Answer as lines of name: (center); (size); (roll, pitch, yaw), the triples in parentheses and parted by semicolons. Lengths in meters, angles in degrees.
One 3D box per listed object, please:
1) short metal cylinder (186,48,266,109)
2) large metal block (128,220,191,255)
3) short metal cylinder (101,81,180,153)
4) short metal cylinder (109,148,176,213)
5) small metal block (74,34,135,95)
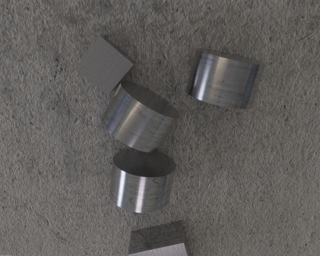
short metal cylinder: (0.075, -0.059, 0.359); (0.081, 0.080, 0.050); (10, 110, -4)
large metal block: (0.004, 0.196, 0.469); (0.080, 0.050, 0.080); (-14, 110, 5)
short metal cylinder: (-0.024, -0.015, 0.375); (0.080, 0.080, 0.050); (29, 108, -10)
short metal cylinder: (-0.023, 0.066, 0.404); (0.081, 0.080, 0.050); (8, 110, -3)
small metal block: (-0.067, -0.078, 0.380); (0.050, 0.025, 0.050); (39, 105, -13)
